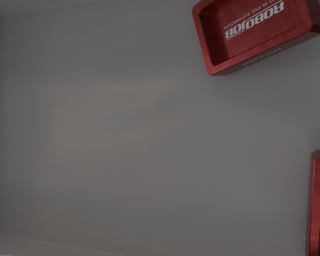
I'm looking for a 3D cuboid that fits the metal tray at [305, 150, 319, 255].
[{"bbox_3d":[0.206,0.091,0.324,0.090,0.030,0.129,2,99,20],"label":"metal tray"}]

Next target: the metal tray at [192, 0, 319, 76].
[{"bbox_3d":[0.099,-0.120,0.339,0.130,0.030,0.090,-19,83,50],"label":"metal tray"}]
